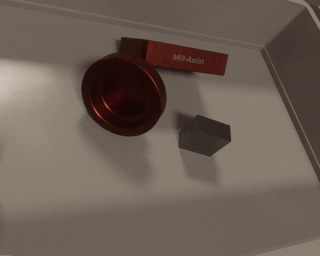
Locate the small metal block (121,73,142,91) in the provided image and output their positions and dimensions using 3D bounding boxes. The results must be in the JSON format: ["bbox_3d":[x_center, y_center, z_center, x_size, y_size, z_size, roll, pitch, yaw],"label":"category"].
[{"bbox_3d":[-0.034,-0.067,0.410,0.050,0.050,0.025,38,87,-3],"label":"small metal block"}]

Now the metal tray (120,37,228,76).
[{"bbox_3d":[0.018,-0.102,0.440,0.131,0.090,0.030,2,105,-28],"label":"metal tray"}]

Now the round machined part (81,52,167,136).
[{"bbox_3d":[-0.039,-0.042,0.368,0.098,0.097,0.042,38,34,-4],"label":"round machined part"}]

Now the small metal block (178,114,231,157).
[{"bbox_3d":[0.059,0.012,0.416,0.050,0.050,0.025,17,55,-19],"label":"small metal block"}]
